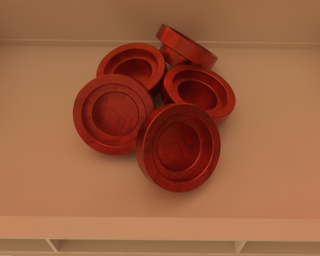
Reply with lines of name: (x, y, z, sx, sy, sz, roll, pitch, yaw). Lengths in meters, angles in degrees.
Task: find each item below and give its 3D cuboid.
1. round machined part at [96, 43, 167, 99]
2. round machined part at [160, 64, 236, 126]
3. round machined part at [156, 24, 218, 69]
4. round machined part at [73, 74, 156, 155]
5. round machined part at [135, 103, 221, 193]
round machined part: (-0.037, -0.072, 0.444, 0.098, 0.042, 0.098, -5, 59, 9)
round machined part: (0.047, -0.038, 0.416, 0.099, 0.042, 0.098, 11, 49, -12)
round machined part: (0.035, -0.114, 0.469, 0.098, 0.042, 0.098, 29, 20, -11)
round machined part: (-0.053, -0.018, 0.385, 0.099, 0.097, 0.042, 3, 11, 2)
round machined part: (0.017, 0.021, 0.354, 0.099, 0.098, 0.042, -29, 15, -22)
